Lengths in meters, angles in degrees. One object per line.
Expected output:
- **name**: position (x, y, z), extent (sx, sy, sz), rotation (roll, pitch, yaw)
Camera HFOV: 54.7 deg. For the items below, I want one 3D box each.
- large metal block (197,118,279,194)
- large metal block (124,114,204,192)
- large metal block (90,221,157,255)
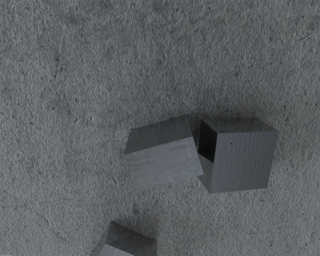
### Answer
- **large metal block**: position (0.096, 0.033, 0.400), extent (0.081, 0.050, 0.079), rotation (-2, 111, -15)
- **large metal block**: position (0.005, 0.028, 0.391), extent (0.080, 0.080, 0.050), rotation (-16, 109, 6)
- **large metal block**: position (-0.059, 0.202, 0.470), extent (0.080, 0.050, 0.080), rotation (27, 108, -10)
